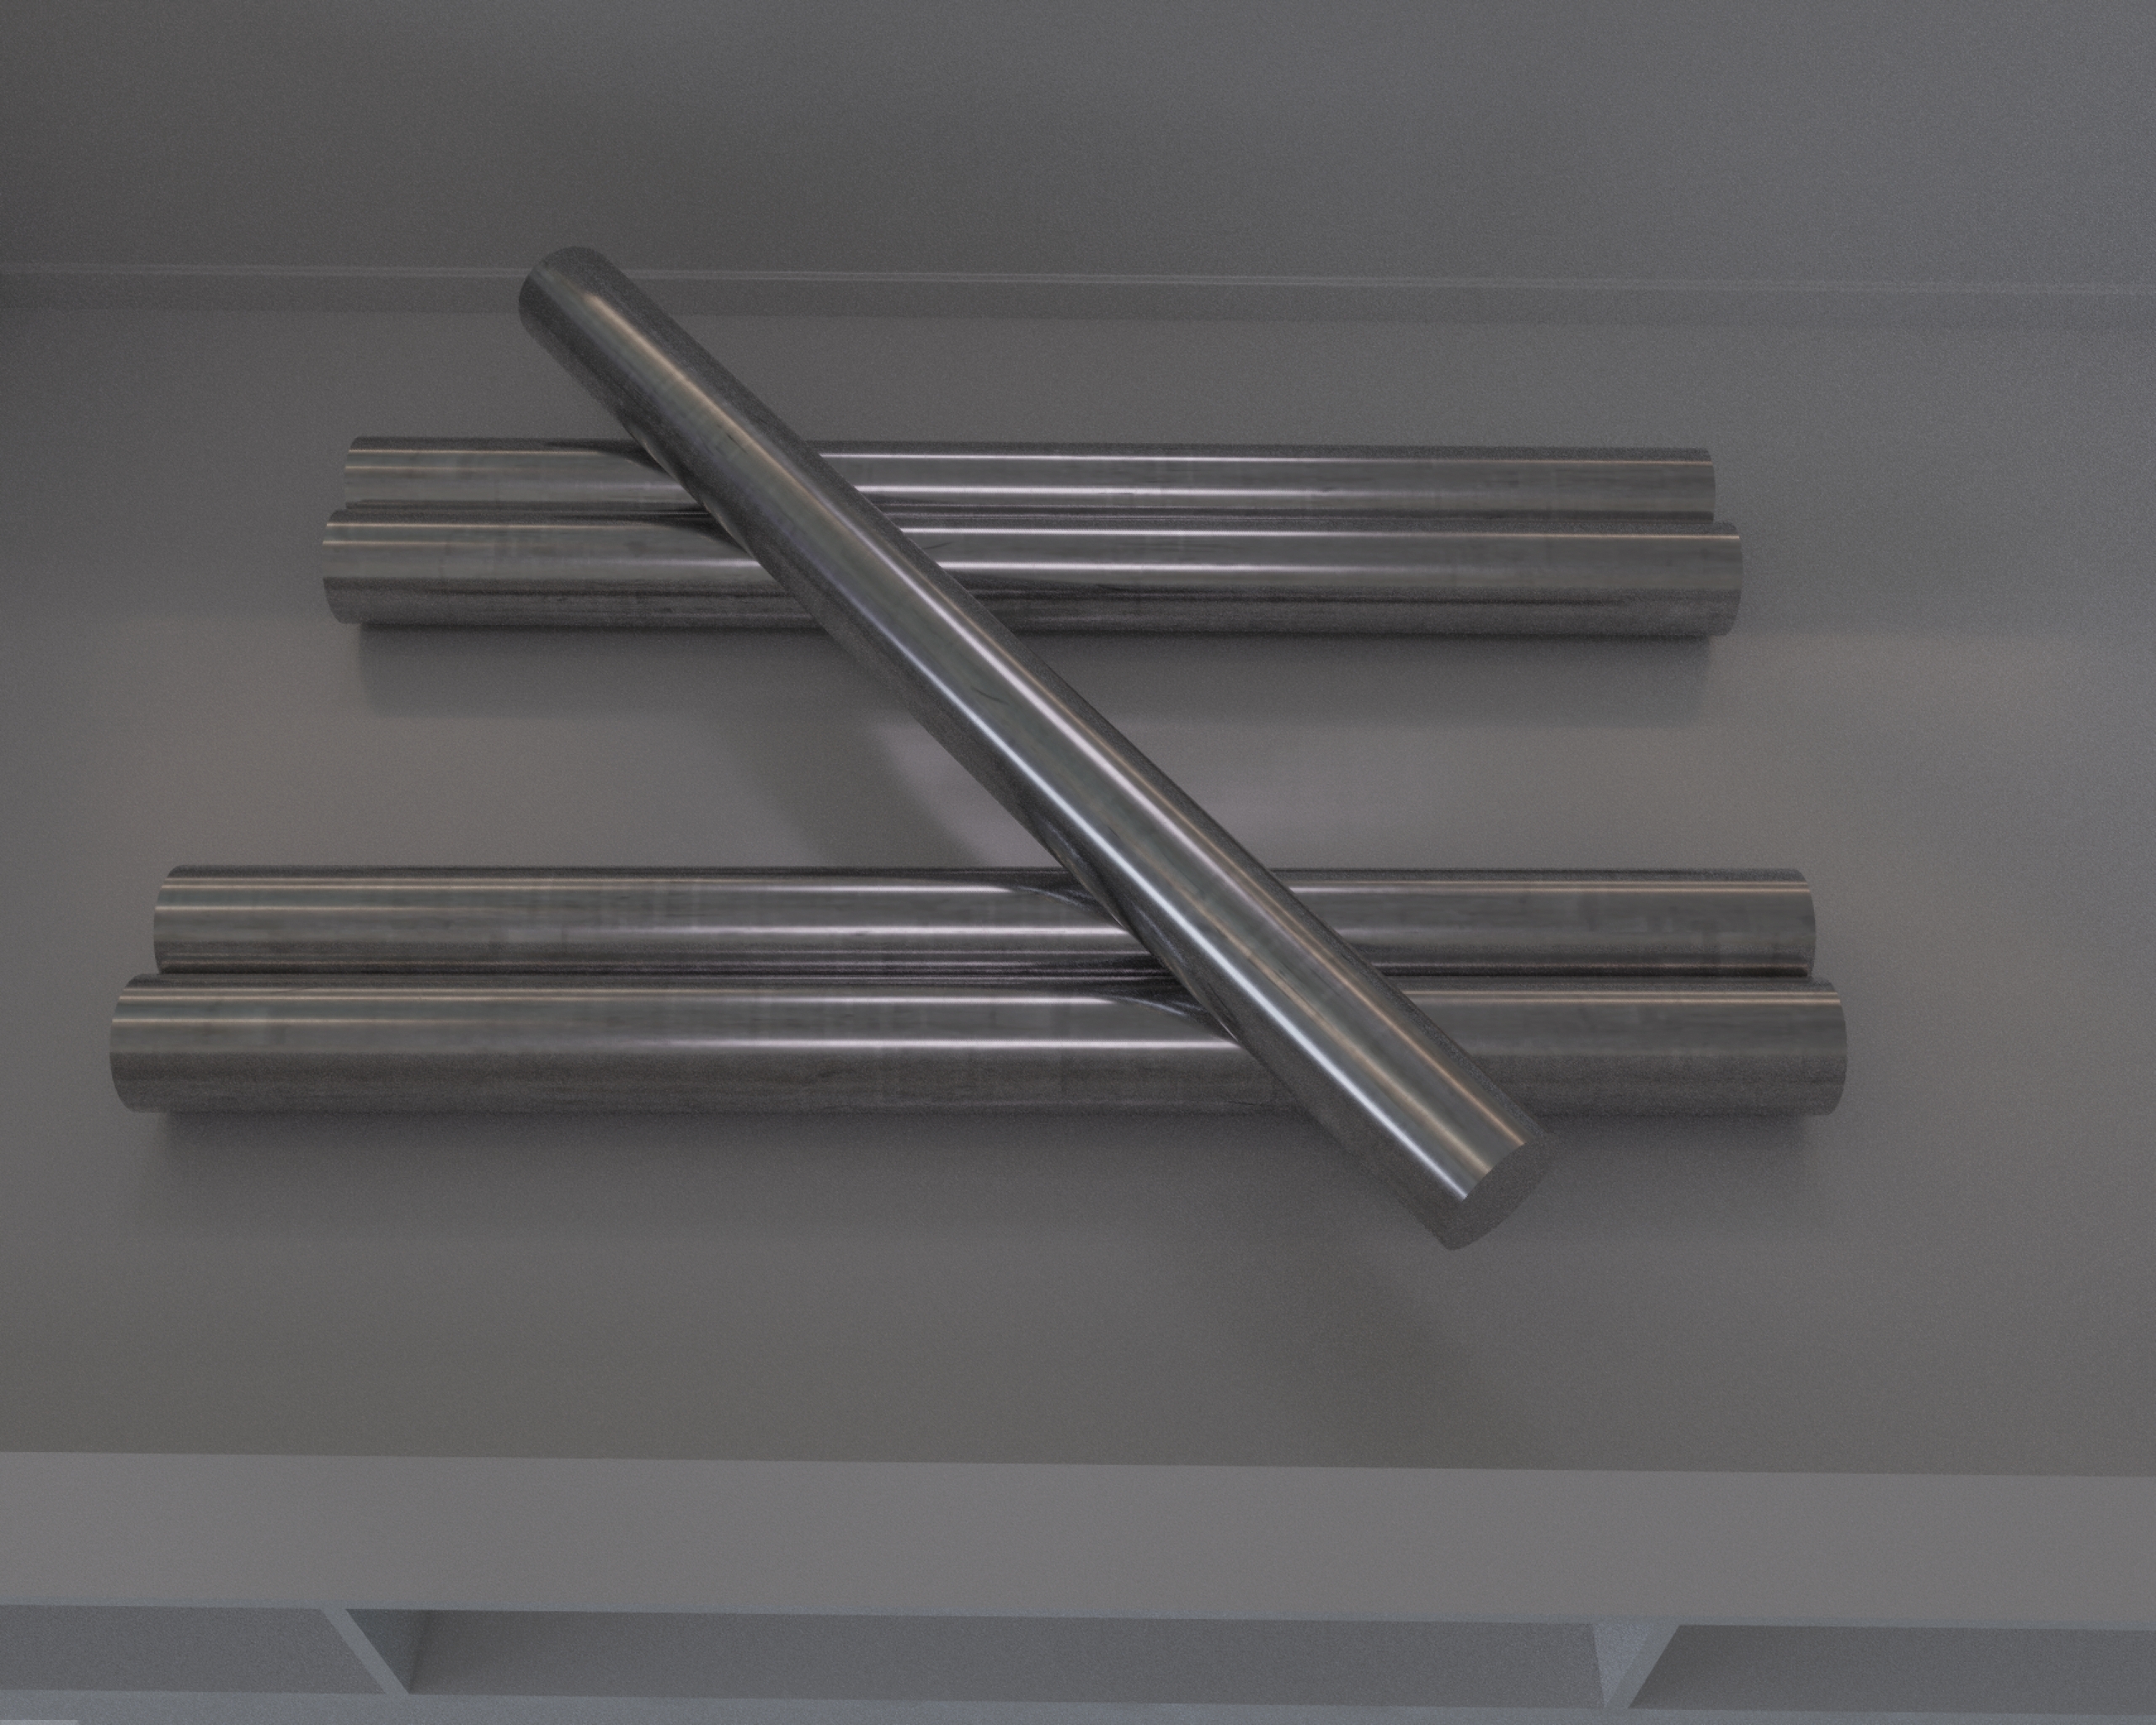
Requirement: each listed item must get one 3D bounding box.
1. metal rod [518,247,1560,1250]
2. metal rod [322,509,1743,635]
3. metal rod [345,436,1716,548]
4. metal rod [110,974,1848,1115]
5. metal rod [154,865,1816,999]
[{"bbox_3d":[-0.025,-0.039,0.404,0.025,0.025,0.300,-31,57,-23],"label":"metal rod"},{"bbox_3d":[-0.010,-0.063,0.456,0.302,0.025,0.025,1,50,0],"label":"metal rod"},{"bbox_3d":[-0.010,-0.082,0.472,0.302,0.025,0.025,1,50,0],"label":"metal rod"},{"bbox_3d":[-0.017,0.033,0.375,0.302,0.025,0.025,0,50,0],"label":"metal rod"},{"bbox_3d":[-0.017,0.013,0.391,0.302,0.025,0.025,0,50,0],"label":"metal rod"}]
